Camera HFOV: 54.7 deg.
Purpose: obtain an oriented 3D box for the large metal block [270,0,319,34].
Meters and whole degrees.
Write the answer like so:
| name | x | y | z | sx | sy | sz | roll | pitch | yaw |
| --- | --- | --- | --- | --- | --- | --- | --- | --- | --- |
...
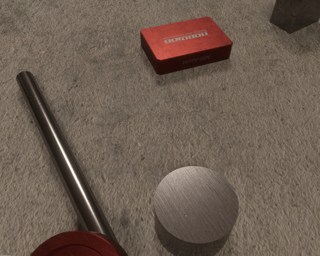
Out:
| name | x | y | z | sx | sy | sz | roll | pitch | yaw |
| --- | --- | --- | --- | --- | --- | --- | --- | --- | --- |
| large metal block | 0.258 | -0.230 | 0.565 | 0.081 | 0.080 | 0.050 | -27 | 56 | -21 |

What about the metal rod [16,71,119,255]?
| name | x | y | z | sx | sy | sz | roll | pitch | yaw |
| --- | --- | --- | --- | --- | --- | --- | --- | --- | --- |
| metal rod | -0.125 | 0.024 | 0.380 | 0.025 | 0.025 | 0.300 | -24 | 54 | -19 |

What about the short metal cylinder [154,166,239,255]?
| name | x | y | z | sx | sy | sz | roll | pitch | yaw |
| --- | --- | --- | --- | --- | --- | --- | --- | --- | --- |
| short metal cylinder | 0.035 | 0.086 | 0.315 | 0.081 | 0.050 | 0.080 | 0 | 50 | 0 |

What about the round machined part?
| name | x | y | z | sx | sy | sz | roll | pitch | yaw |
| --- | --- | --- | --- | --- | --- | --- | --- | --- | --- |
| round machined part | -0.066 | 0.138 | 0.261 | 0.098 | 0.042 | 0.098 | -3 | 70 | 9 |

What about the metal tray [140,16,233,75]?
| name | x | y | z | sx | sy | sz | roll | pitch | yaw |
| --- | --- | --- | --- | --- | --- | --- | --- | --- | --- |
| metal tray | 0.042 | -0.141 | 0.519 | 0.131 | 0.030 | 0.090 | -16 | 52 | -13 |
